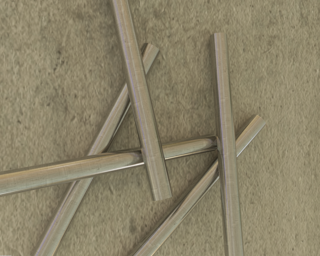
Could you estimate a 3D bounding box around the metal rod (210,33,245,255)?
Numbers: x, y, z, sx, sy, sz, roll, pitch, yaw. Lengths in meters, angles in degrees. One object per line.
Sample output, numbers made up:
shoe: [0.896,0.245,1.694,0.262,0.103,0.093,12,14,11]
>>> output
metal rod: [0.090,0.017,0.421,0.025,0.025,0.298,0,82,-20]

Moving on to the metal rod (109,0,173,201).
metal rod: [-0.030,-0.064,0.372,0.025,0.025,0.298,-11,84,-20]

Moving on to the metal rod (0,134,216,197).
metal rod: [-0.057,0.040,0.364,0.303,0.025,0.025,-9,93,-30]

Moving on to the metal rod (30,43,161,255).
metal rod: [-0.076,0.028,0.381,0.025,0.025,0.299,29,80,-18]

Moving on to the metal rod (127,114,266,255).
metal rod: [0.046,0.092,0.427,0.301,0.025,0.025,-46,105,-15]
